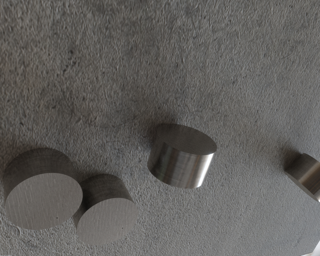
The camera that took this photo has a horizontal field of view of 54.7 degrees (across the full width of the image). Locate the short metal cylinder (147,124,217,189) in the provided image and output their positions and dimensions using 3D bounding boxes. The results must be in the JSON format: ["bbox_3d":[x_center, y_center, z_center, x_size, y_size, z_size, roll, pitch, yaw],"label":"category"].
[{"bbox_3d":[0.028,0.035,0.408,0.081,0.080,0.050,2,117,-30],"label":"short metal cylinder"}]

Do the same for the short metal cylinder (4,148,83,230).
[{"bbox_3d":[-0.136,0.070,0.360,0.081,0.050,0.079,-14,124,-21],"label":"short metal cylinder"}]

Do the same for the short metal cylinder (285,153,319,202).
[{"bbox_3d":[0.284,0.093,0.584,0.050,0.080,0.080,-46,129,4],"label":"short metal cylinder"}]

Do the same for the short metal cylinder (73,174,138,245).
[{"bbox_3d":[-0.076,0.109,0.416,0.081,0.050,0.079,-14,124,-21],"label":"short metal cylinder"}]
